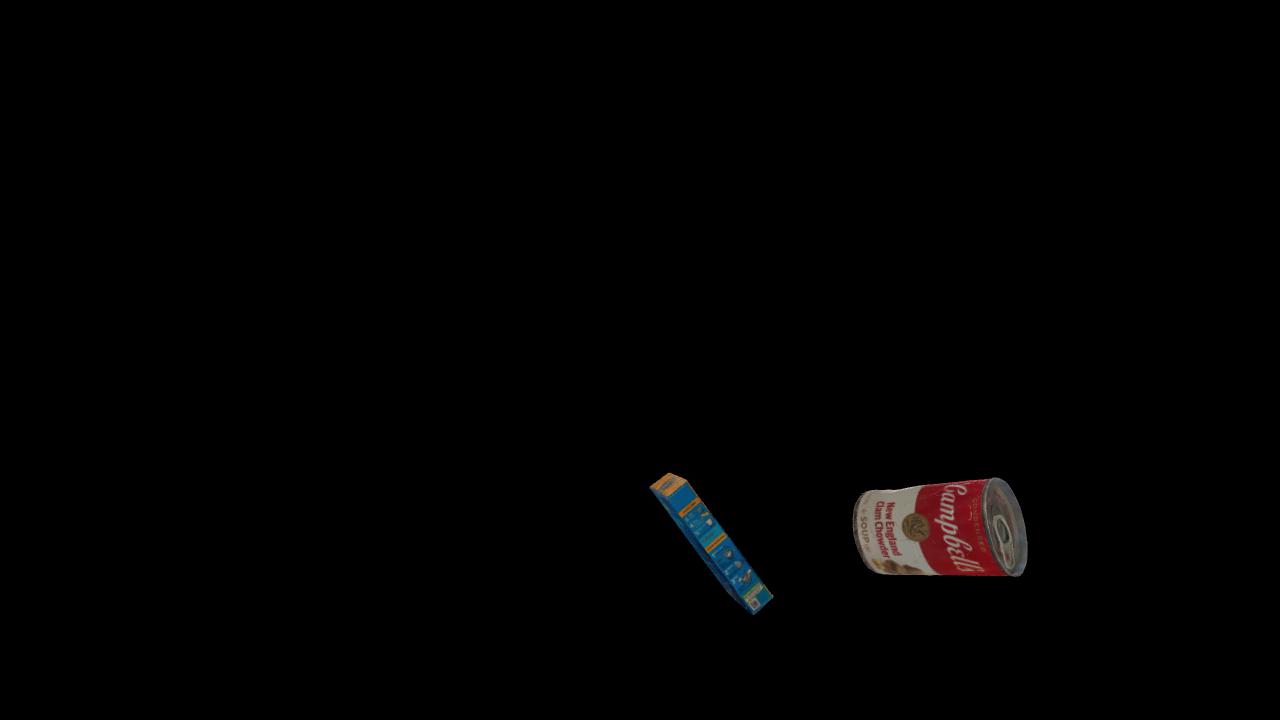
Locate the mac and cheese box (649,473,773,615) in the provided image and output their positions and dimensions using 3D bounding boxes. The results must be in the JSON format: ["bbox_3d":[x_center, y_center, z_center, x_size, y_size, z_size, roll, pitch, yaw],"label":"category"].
[{"bbox_3d":[0.089,0.232,0.793,0.041,0.184,0.093,-37,5,-11],"label":"mac and cheese box"}]

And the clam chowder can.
[{"bbox_3d":[0.223,0.128,0.465,0.068,0.068,0.102,0,-14,-42],"label":"clam chowder can"}]
